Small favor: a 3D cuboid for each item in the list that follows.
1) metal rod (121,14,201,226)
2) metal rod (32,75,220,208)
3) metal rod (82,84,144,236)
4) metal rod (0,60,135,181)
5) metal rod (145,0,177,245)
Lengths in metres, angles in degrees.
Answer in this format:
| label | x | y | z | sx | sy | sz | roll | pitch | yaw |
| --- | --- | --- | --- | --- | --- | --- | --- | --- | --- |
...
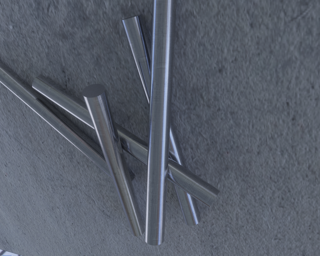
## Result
| label | x | y | z | sx | sy | sz | roll | pitch | yaw |
| --- | --- | --- | --- | --- | --- | --- | --- | --- | --- |
| metal rod | 0.009 | 0.007 | 0.405 | 0.025 | 0.025 | 0.298 | -3 | 117 | 29 |
| metal rod | -0.056 | 0.010 | 0.418 | 0.300 | 0.025 | 0.025 | 32 | 129 | 15 |
| metal rod | -0.055 | 0.068 | 0.433 | 0.025 | 0.025 | 0.298 | 12 | 137 | 21 |
| metal rod | -0.161 | -0.012 | 0.481 | 0.300 | 0.025 | 0.025 | 41 | 129 | -1 |
| metal rod | -0.001 | 0.001 | 0.359 | 0.025 | 0.025 | 0.298 | 9 | 108 | 23 |
